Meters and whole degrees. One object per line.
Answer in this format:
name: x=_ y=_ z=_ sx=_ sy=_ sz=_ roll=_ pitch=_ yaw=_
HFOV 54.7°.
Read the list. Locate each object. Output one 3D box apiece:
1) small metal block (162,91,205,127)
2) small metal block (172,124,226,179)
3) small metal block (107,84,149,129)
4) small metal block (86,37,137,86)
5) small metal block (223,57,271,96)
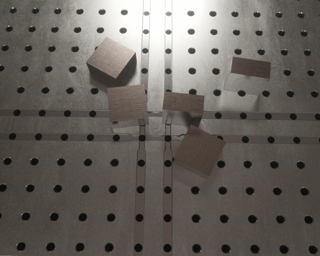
small metal block: x=0.029 y=-0.023 z=0.407 sx=0.050 sy=0.050 sz=0.025 roll=7 pitch=70 yaw=2
small metal block: x=0.050 y=0.031 z=0.401 sx=0.050 sy=0.025 sz=0.050 roll=27 pitch=72 yaw=9
small metal block: x=-0.043 y=-0.029 z=0.422 sx=0.050 sy=0.025 sz=0.050 roll=-7 pitch=70 yaw=-3
small metal block: x=-0.069 y=-0.095 z=0.446 sx=0.050 sy=0.025 sz=0.050 roll=30 pitch=72 yaw=10
small metal block: x=0.118 y=-0.070 z=0.426 sx=0.050 sy=0.050 sz=0.025 roll=9 pitch=71 yaw=3
